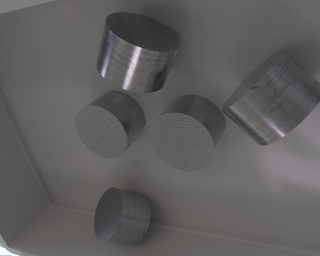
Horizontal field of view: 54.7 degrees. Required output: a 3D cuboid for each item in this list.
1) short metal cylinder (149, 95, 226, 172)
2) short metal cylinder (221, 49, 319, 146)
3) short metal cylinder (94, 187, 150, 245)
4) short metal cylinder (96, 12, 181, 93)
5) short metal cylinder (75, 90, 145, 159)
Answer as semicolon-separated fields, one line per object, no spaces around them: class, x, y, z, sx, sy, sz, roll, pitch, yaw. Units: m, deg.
short metal cylinder;0.034;0.006;0.378;0.080;0.050;0.079;13;124;21
short metal cylinder;0.106;-0.029;0.299;0.050;0.080;0.080;43;129;-1
short metal cylinder;-0.059;0.137;0.480;0.050;0.080;0.080;23;138;-33
short metal cylinder;-0.024;-0.082;0.335;0.080;0.080;0.050;30;128;8
short metal cylinder;-0.067;-0.005;0.425;0.080;0.050;0.079;13;124;21
